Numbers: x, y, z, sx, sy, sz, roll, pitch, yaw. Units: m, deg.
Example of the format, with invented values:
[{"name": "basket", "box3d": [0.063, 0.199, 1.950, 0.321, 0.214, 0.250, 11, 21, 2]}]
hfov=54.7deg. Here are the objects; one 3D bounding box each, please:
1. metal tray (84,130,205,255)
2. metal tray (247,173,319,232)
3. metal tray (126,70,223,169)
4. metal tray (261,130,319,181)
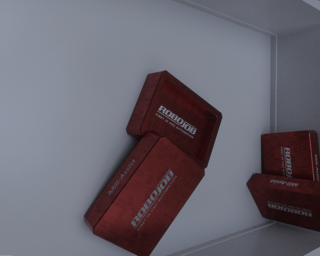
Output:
[{"name": "metal tray", "box3d": [-0.014, 0.079, 0.370, 0.090, 0.030, 0.130, 42, 80, -33]}, {"name": "metal tray", "box3d": [0.225, 0.126, 0.526, 0.030, 0.130, 0.090, -45, 117, -31]}, {"name": "metal tray", "box3d": [0.026, -0.007, 0.424, 0.131, 0.030, 0.090, 31, 71, -36]}, {"name": "metal tray", "box3d": [0.234, 0.072, 0.551, 0.030, 0.090, 0.129, 0, 84, -40]}]
